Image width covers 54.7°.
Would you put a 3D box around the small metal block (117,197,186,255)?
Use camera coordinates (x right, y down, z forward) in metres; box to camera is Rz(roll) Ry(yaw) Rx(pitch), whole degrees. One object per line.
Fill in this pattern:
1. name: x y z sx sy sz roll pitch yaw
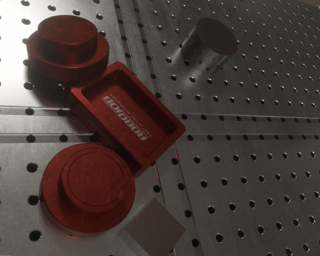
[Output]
1. small metal block: -0.009 0.113 0.336 0.050 0.025 0.050 46 51 3

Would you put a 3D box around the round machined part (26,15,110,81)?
1. round machined part: -0.112 -0.104 0.382 0.099 0.042 0.098 7 46 -7

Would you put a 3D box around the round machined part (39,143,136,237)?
1. round machined part: -0.071 0.060 0.324 0.099 0.042 0.098 14 56 -21

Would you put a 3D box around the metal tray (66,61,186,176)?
1. metal tray: -0.041 -0.015 0.393 0.130 0.030 0.091 46 51 3

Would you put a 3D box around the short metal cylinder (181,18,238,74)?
1. short metal cylinder: 0.083 -0.138 0.523 0.081 0.050 0.080 14 56 -21
